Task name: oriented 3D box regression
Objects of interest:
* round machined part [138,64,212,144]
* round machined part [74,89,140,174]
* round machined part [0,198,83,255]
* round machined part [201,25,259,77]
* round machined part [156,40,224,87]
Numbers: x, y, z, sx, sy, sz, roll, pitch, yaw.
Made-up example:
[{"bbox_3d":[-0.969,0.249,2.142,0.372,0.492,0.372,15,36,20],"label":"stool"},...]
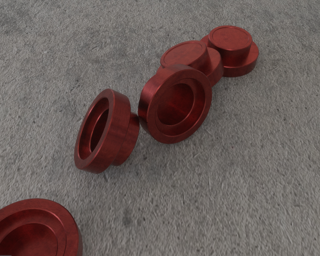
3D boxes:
[{"bbox_3d":[0.014,-0.032,0.386,0.099,0.097,0.042,-29,41,-22],"label":"round machined part"},{"bbox_3d":[-0.059,0.007,0.362,0.042,0.098,0.098,23,43,-29],"label":"round machined part"},{"bbox_3d":[-0.122,0.120,0.290,0.099,0.042,0.098,0,50,0],"label":"round machined part"},{"bbox_3d":[0.111,-0.130,0.502,0.099,0.042,0.098,0,50,0],"label":"round machined part"},{"bbox_3d":[0.039,-0.090,0.447,0.098,0.042,0.098,-15,40,13],"label":"round machined part"}]
